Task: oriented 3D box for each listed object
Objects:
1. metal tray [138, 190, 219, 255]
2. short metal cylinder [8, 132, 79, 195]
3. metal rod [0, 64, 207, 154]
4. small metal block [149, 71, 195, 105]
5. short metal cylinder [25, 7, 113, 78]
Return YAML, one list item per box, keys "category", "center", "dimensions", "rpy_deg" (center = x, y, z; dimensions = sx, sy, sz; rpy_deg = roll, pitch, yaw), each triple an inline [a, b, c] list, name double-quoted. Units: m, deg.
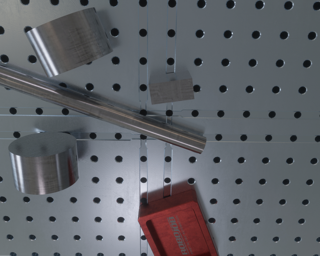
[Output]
- category: "metal tray"
  center: [0.031, 0.166, 0.472]
  dimensions: [0.090, 0.030, 0.129]
  rpy_deg: [-19, 109, 6]
- category: "short metal cylinder"
  center: [-0.147, 0.042, 0.398]
  dimensions: [0.081, 0.080, 0.050]
  rpy_deg: [1, 110, -1]
- category: "metal rod"
  center: [-0.083, -0.025, 0.403]
  dimensions: [0.302, 0.025, 0.025]
  rpy_deg: [19, 109, -7]
- category: "small metal block"
  center: [0.014, -0.051, 0.382]
  dimensions: [0.050, 0.050, 0.025]
  rpy_deg: [-7, 110, 2]
- category: "short metal cylinder"
  center: [-0.100, -0.096, 0.348]
  dimensions: [0.080, 0.080, 0.050]
  rpy_deg: [-19, 109, 7]
